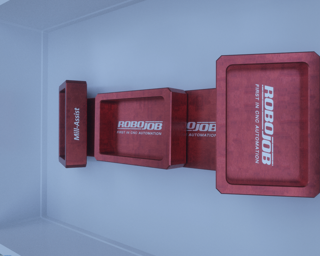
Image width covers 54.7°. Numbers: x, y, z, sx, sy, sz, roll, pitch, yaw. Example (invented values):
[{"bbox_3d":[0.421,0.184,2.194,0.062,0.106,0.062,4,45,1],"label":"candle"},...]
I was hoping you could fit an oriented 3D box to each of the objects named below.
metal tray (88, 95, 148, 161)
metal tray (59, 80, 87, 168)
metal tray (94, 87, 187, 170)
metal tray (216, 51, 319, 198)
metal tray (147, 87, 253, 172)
[{"bbox_3d":[-0.057,-0.001,0.450,0.130,0.030,0.089,0,90,40],"label":"metal tray"},{"bbox_3d":[-0.141,-0.006,0.495,0.090,0.030,0.129,-179,89,-65],"label":"metal tray"},{"bbox_3d":[-0.029,0.000,0.386,0.130,0.030,0.089,1,90,40],"label":"metal tray"},{"bbox_3d":[0.099,-0.003,0.294,0.090,0.030,0.129,0,90,11],"label":"metal tray"},{"bbox_3d":[0.042,0.001,0.367,0.130,0.030,0.089,0,90,40],"label":"metal tray"}]
